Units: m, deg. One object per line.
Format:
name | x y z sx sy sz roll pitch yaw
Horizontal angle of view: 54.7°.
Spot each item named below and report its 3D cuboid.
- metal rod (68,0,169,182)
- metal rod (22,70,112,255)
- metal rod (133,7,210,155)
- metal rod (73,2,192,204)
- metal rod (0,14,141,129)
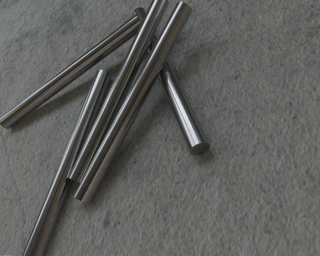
metal rod | -0.055 -0.063 0.448 0.025 0.025 0.299 15 76 34
metal rod | -0.127 0.045 0.440 0.025 0.025 0.300 1 62 28
metal rod | 0.005 -0.088 0.453 0.025 0.025 0.299 -28 52 10
metal rod | -0.033 -0.040 0.420 0.025 0.025 0.299 21 80 35
metal rod | -0.153 -0.088 0.519 0.300 0.025 0.025 -33 52 12
